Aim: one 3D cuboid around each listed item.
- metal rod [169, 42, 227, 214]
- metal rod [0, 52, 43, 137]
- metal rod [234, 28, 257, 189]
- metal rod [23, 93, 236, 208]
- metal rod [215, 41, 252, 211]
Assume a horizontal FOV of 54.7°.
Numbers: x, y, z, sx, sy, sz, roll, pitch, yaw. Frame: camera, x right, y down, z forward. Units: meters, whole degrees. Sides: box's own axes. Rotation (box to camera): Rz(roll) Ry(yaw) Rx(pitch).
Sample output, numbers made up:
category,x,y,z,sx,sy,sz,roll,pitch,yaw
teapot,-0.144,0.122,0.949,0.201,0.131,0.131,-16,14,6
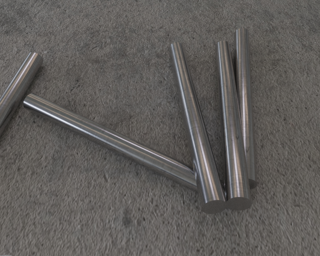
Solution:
category,x,y,z,sx,sy,sz,roll,pitch,yaw
metal rod,0.040,-0.027,0.406,0.025,0.025,0.300,-4,44,-3
metal rod,-0.216,0.003,0.398,0.025,0.025,0.300,5,50,4
metal rod,0.119,-0.050,0.445,0.025,0.025,0.300,7,50,5
metal rod,-0.050,0.020,0.385,0.301,0.025,0.025,24,54,18
metal rod,0.091,-0.030,0.410,0.025,0.025,0.300,4,45,3
